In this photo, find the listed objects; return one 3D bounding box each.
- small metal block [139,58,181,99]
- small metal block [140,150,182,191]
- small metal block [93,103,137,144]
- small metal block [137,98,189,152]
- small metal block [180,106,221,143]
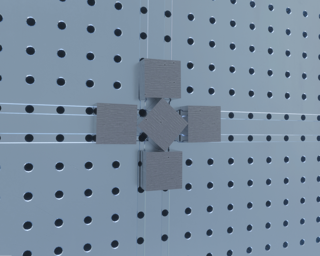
[{"bbox_3d":[0.000,-0.064,0.413,0.050,0.025,0.050,-1,90,-21],"label":"small metal block"},{"bbox_3d":[0.002,0.056,0.414,0.050,0.025,0.050,0,90,-21],"label":"small metal block"},{"bbox_3d":[-0.057,-0.005,0.392,0.050,0.025,0.050,1,90,-21],"label":"small metal block"},{"bbox_3d":[0.001,-0.004,0.413,0.050,0.025,0.050,44,76,-15],"label":"small metal block"},{"bbox_3d":[0.057,-0.006,0.435,0.050,0.025,0.050,0,90,-21],"label":"small metal block"}]
